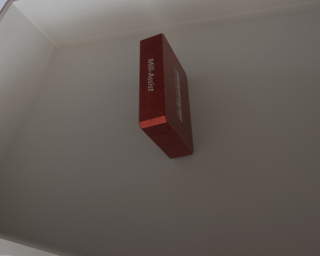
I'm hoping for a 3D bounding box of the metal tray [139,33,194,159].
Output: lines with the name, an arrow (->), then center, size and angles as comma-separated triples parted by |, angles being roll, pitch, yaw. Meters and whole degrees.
metal tray -> 0.008, -0.039, 0.381 | 0.030, 0.090, 0.130 | -14, 56, 19
